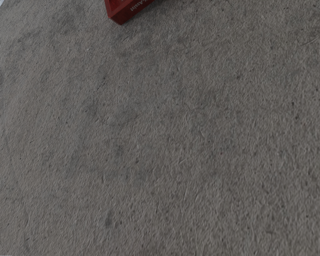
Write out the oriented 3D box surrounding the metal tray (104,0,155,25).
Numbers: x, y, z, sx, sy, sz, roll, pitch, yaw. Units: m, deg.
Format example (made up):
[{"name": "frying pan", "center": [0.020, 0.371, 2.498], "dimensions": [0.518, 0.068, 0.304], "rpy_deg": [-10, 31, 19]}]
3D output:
[{"name": "metal tray", "center": [-0.042, -0.256, 0.551], "dimensions": [0.130, 0.030, 0.090], "rpy_deg": [-27, 63, 26]}]
